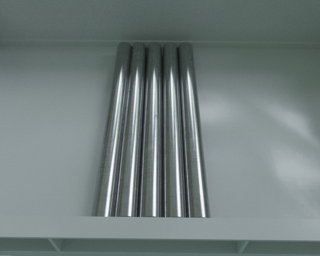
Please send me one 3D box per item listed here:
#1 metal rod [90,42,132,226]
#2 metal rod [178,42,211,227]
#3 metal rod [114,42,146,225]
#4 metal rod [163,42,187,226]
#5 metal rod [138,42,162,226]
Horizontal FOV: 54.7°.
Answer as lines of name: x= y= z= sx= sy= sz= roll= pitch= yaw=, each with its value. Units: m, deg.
metal rod: x=-0.059 y=-0.018 z=0.418 sx=0.025 sy=0.025 sz=0.300 roll=0 pitch=50 yaw=0
metal rod: x=0.041 y=-0.017 z=0.418 sx=0.025 sy=0.025 sz=0.300 roll=0 pitch=50 yaw=0
metal rod: x=-0.035 y=-0.018 z=0.418 sx=0.025 sy=0.025 sz=0.300 roll=0 pitch=50 yaw=0
metal rod: x=0.016 y=-0.018 z=0.418 sx=0.025 sy=0.025 sz=0.300 roll=0 pitch=50 yaw=0
metal rod: x=-0.009 y=-0.018 z=0.418 sx=0.025 sy=0.025 sz=0.300 roll=0 pitch=50 yaw=0
